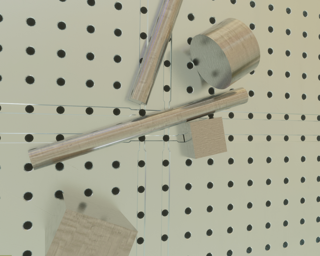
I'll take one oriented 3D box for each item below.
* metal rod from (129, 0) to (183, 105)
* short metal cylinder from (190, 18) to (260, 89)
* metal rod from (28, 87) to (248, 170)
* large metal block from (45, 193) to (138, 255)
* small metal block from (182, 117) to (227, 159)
[{"bbox_3d":[0.019,-0.175,0.420,0.025,0.025,0.299,21,83,-19],"label":"metal rod"},{"bbox_3d":[0.086,-0.099,0.416,0.050,0.080,0.080,-34,101,-17],"label":"short metal cylinder"},{"bbox_3d":[-0.013,-0.006,0.408,0.302,0.025,0.025,-17,96,-20],"label":"metal rod"},{"bbox_3d":[-0.081,0.118,0.354,0.080,0.080,0.050,25,82,-19],"label":"large metal block"},{"bbox_3d":[0.063,0.013,0.437,0.050,0.025,0.050,-11,94,-20],"label":"small metal block"}]
